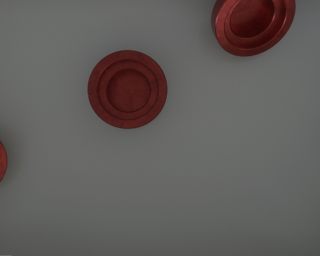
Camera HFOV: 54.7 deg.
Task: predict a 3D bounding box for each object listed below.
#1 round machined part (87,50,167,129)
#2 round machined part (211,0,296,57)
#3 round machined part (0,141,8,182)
[{"bbox_3d":[-0.040,-0.048,0.402,0.099,0.042,0.097,0,90,0],"label":"round machined part"},{"bbox_3d":[0.111,-0.142,0.386,0.099,0.042,0.097,-6,135,-6],"label":"round machined part"},{"bbox_3d":[-0.247,0.040,0.386,0.099,0.042,0.097,-7,103,-31],"label":"round machined part"}]
